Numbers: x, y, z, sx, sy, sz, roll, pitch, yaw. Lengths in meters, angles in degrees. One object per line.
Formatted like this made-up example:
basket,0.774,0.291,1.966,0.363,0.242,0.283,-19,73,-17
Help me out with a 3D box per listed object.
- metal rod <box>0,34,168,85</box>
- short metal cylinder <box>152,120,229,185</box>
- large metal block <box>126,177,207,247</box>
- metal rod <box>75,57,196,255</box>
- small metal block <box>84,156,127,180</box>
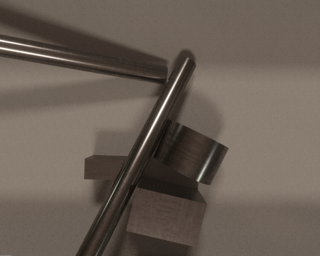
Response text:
metal rod,-0.138,-0.089,0.370,0.302,0.025,0.025,7,90,-16
short metal cylinder,0.037,0.030,0.385,0.080,0.080,0.050,26,90,-1
large metal block,0.007,0.099,0.384,0.080,0.080,0.050,14,90,-1
metal rod,-0.028,0.040,0.367,0.025,0.025,0.300,27,72,0
small metal block,-0.066,0.050,0.398,0.050,0.050,0.025,2,90,0
